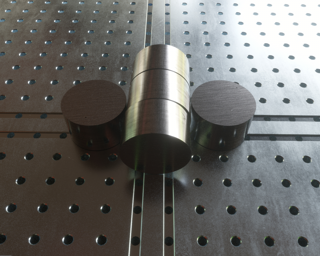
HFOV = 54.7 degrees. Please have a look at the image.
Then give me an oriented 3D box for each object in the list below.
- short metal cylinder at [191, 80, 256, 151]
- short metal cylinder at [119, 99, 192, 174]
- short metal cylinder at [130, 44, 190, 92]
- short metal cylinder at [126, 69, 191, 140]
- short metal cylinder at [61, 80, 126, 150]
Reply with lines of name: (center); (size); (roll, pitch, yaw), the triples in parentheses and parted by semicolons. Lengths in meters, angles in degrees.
short metal cylinder: (0.079, -0.017, 0.406); (0.081, 0.050, 0.080); (0, 50, 0)
short metal cylinder: (-0.005, 0.012, 0.362); (0.081, 0.080, 0.050); (1, 50, 0)
short metal cylinder: (0.001, -0.067, 0.427); (0.081, 0.080, 0.050); (2, 50, 1)
short metal cylinder: (-0.001, -0.028, 0.395); (0.081, 0.080, 0.050); (2, 50, 1)
short metal cylinder: (-0.082, -0.018, 0.404); (0.081, 0.050, 0.080); (0, 50, 0)
